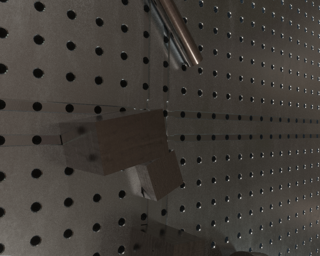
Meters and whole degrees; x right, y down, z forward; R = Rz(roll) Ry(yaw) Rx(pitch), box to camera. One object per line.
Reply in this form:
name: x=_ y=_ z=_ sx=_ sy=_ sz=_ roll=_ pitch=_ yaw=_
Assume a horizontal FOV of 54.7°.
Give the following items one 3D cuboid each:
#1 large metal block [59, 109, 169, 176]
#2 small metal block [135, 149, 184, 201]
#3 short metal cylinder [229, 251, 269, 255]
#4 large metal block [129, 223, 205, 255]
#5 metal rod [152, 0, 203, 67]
large metal block: x=-0.050 y=0.011 z=0.333 sx=0.081 sy=0.080 sz=0.050 roll=-14 pitch=99 yaw=-39
small metal block: x=0.000 y=0.061 z=0.411 sx=0.050 sy=0.025 sz=0.050 roll=-27 pitch=107 yaw=-37
short metal cylinder: x=0.149 y=0.244 z=0.502 sx=0.050 sy=0.080 sz=0.080 roll=22 pitch=76 yaw=-38
large metal block: x=0.005 y=0.169 z=0.380 sx=0.050 sy=0.080 sz=0.080 roll=8 pitch=85 yaw=-40
metal rod: x=-0.022 y=-0.210 z=0.391 sx=0.025 sy=0.025 sz=0.299 roll=-48 pitch=119 yaw=-29
